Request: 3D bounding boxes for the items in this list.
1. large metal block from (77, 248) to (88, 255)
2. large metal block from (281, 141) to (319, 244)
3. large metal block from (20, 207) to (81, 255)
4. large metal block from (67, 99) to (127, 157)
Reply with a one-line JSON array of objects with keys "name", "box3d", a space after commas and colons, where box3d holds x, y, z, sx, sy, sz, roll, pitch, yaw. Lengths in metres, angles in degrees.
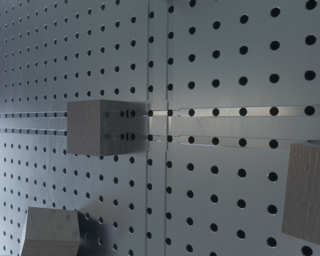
[{"name": "large metal block", "box3d": [-0.164, 0.250, 0.530, 0.080, 0.050, 0.080, 19, 102, 38]}, {"name": "large metal block", "box3d": [0.157, 0.057, 0.264, 0.080, 0.050, 0.080, 8, 95, 40]}, {"name": "large metal block", "box3d": [-0.179, 0.176, 0.505, 0.080, 0.081, 0.050, 49, 123, 62]}, {"name": "large metal block", "box3d": [-0.098, 0.000, 0.475, 0.080, 0.050, 0.080, 0, 90, 40]}]
